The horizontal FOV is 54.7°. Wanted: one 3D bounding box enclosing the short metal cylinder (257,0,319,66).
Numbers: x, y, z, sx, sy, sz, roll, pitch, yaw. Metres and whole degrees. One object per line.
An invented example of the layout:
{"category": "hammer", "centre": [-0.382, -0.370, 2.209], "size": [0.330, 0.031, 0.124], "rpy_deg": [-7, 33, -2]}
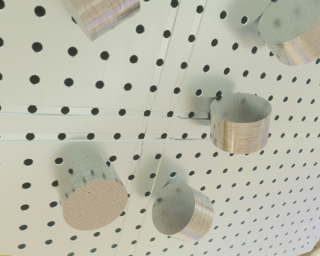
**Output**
{"category": "short metal cylinder", "centre": [0.173, -0.126, 0.392], "size": [0.050, 0.080, 0.080], "rpy_deg": [31, 101, -38]}

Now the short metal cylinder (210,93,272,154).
{"category": "short metal cylinder", "centre": [0.111, -0.008, 0.431], "size": [0.081, 0.080, 0.050], "rpy_deg": [-18, 126, -18]}

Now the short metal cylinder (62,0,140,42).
{"category": "short metal cylinder", "centre": [-0.061, -0.123, 0.266], "size": [0.050, 0.080, 0.080], "rpy_deg": [-35, 129, -6]}

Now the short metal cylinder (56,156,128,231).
{"category": "short metal cylinder", "centre": [-0.088, 0.084, 0.399], "size": [0.081, 0.050, 0.079], "rpy_deg": [-14, 124, -21]}

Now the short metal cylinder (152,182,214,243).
{"category": "short metal cylinder", "centre": [0.034, 0.129, 0.474], "size": [0.080, 0.080, 0.050], "rpy_deg": [-49, 129, 6]}
